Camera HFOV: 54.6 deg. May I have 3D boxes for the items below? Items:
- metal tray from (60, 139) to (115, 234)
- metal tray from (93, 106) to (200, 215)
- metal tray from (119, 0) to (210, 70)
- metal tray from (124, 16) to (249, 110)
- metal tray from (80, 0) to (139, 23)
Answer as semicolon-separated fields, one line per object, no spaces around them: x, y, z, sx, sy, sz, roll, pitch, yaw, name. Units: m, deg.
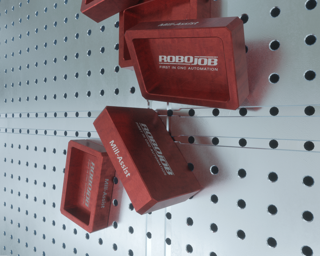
-0.118;0.091;0.505;0.090;0.030;0.129;16;100;39;metal tray
-0.016;0.033;0.380;0.030;0.091;0.130;-45;63;31;metal tray
0.001;-0.128;0.405;0.130;0.030;0.090;1;91;40;metal tray
0.029;-0.072;0.347;0.130;0.030;0.090;10;130;34;metal tray
-0.064;-0.224;0.437;0.090;0.030;0.130;-8;69;39;metal tray
